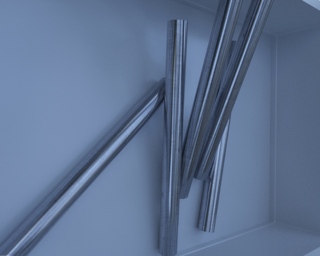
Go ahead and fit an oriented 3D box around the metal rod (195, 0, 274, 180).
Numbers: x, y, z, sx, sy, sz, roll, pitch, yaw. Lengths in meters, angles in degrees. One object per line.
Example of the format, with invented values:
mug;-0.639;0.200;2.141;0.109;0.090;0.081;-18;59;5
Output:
metal rod;0.096;-0.064;0.405;0.025;0.025;0.298;-1;117;-40

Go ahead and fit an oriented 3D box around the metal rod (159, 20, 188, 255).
metal rod;0.016;0.019;0.396;0.025;0.025;0.298;-5;100;-40

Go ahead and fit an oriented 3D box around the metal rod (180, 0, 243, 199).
metal rod;0.057;-0.044;0.378;0.025;0.025;0.298;-6;118;-40

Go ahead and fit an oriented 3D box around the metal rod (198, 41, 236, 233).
metal rod;0.095;0.008;0.485;0.025;0.025;0.299;17;79;-39

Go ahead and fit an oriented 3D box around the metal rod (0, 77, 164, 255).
metal rod;-0.075;0.043;0.343;0.301;0.025;0.025;-50;120;-28
